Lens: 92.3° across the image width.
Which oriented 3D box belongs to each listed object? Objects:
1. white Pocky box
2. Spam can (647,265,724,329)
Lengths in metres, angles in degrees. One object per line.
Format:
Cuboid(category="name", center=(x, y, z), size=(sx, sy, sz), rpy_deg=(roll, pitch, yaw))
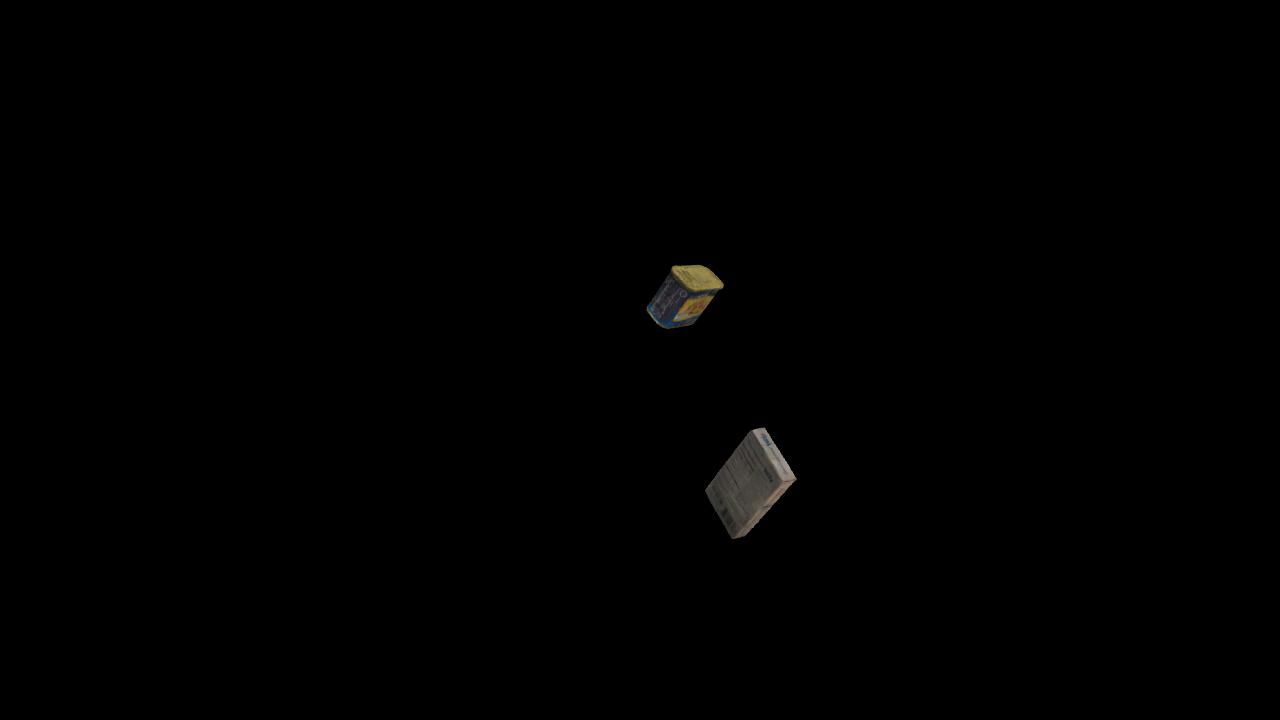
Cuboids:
Cuboid(category="white Pocky box", center=(0.145, 0.169, 0.832), size=(0.028, 0.084, 0.154), rpy_deg=(-6, -39, -30))
Cuboid(category="Spam can", center=(0.070, -0.099, 0.971), size=(0.101, 0.058, 0.085), rpy_deg=(-12, -35, -49))
